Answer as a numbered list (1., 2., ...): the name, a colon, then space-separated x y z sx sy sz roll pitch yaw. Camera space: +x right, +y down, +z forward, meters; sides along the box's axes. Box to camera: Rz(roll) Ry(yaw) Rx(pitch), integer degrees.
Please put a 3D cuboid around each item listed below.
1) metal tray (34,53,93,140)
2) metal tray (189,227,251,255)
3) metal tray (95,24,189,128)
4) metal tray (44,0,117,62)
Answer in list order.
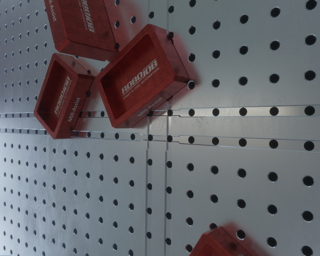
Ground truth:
1. metal tray: -0.176 -0.056 0.552 0.090 0.030 0.129 41 115 32
2. metal tray: 0.083 0.187 0.338 0.130 0.030 0.089 39 114 33
3. metal tray: -0.031 -0.067 0.432 0.130 0.030 0.090 -35 68 34
4. metal tray: -0.123 -0.171 0.469 0.030 0.091 0.130 -27 73 37
